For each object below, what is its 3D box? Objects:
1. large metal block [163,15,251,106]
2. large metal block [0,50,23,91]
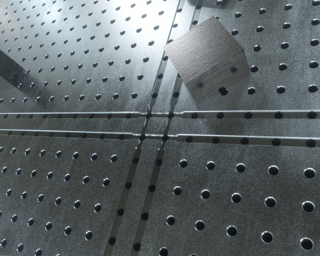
[{"bbox_3d":[0.062,-0.091,0.415,0.080,0.050,0.080,-31,52,8],"label":"large metal block"},{"bbox_3d":[-0.342,-0.117,0.621,0.080,0.080,0.050,-8,58,23],"label":"large metal block"}]
